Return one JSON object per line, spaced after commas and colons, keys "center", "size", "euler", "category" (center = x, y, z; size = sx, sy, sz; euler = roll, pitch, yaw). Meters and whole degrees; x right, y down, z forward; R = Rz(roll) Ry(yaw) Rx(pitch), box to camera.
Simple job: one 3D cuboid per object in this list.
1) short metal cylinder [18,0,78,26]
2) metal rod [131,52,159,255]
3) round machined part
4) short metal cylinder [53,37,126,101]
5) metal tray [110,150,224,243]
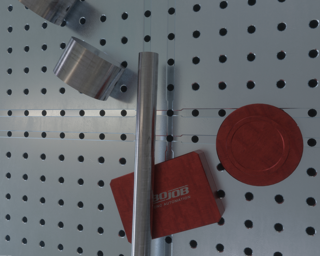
{"center": [-0.164, -0.192, 0.441], "size": [0.080, 0.080, 0.050], "euler": [43, 103, 15], "category": "short metal cylinder"}
{"center": [-0.020, 0.057, 0.386], "size": [0.025, 0.025, 0.298], "euler": [2, 91, 20], "category": "metal rod"}
{"center": [0.115, 0.020, 0.363], "size": [0.098, 0.042, 0.097], "euler": [0, 90, 20], "category": "round machined part"}
{"center": [-0.094, -0.079, 0.417], "size": [0.080, 0.080, 0.050], "euler": [36, 102, 16], "category": "short metal cylinder"}
{"center": [0.007, 0.091, 0.407], "size": [0.130, 0.030, 0.090], "euler": [-21, 83, 18], "category": "metal tray"}
